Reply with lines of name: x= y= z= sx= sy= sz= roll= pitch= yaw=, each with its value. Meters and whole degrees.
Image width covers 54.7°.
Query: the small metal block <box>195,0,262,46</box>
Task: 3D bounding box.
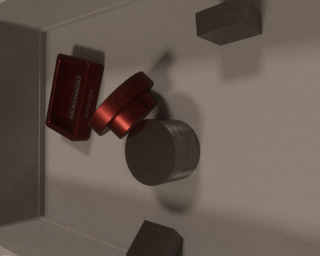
small metal block: x=0.073 y=-0.111 z=0.329 sx=0.050 sy=0.050 sz=0.025 roll=-6 pitch=86 yaw=39

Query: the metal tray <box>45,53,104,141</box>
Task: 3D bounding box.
metal tray: x=-0.146 y=-0.052 z=0.520 sx=0.090 sy=0.030 sz=0.129 roll=23 pitch=104 yaw=37

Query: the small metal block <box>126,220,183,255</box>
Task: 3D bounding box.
small metal block: x=-0.007 y=0.151 z=0.393 sx=0.050 sy=0.025 sz=0.050 roll=3 pitch=50 yaw=39

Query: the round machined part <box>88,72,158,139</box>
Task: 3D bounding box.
round machined part: x=-0.042 y=-0.023 z=0.399 sx=0.042 sy=0.098 sz=0.098 roll=45 pitch=120 yaw=0

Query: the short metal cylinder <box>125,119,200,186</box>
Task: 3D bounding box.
short metal cylinder: x=0.003 y=0.029 z=0.387 sx=0.080 sy=0.050 sz=0.079 roll=0 pitch=90 yaw=39
